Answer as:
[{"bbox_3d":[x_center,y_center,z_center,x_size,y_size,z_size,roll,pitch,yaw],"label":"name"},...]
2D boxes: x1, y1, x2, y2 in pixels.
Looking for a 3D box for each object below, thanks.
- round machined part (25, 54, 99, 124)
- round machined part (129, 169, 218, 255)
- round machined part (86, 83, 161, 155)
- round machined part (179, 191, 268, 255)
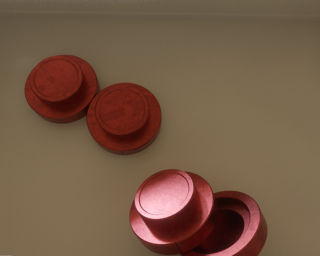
[{"bbox_3d":[-0.135,-0.059,0.421,0.099,0.042,0.098,0,70,0],"label":"round machined part"},{"bbox_3d":[0.011,0.084,0.343,0.098,0.042,0.098,-16,36,12],"label":"round machined part"},{"bbox_3d":[-0.047,-0.017,0.406,0.099,0.042,0.098,0,70,0],"label":"round machined part"},{"bbox_3d":[0.069,0.118,0.338,0.098,0.098,0.042,-35,113,-12],"label":"round machined part"}]
